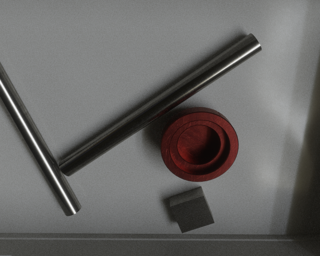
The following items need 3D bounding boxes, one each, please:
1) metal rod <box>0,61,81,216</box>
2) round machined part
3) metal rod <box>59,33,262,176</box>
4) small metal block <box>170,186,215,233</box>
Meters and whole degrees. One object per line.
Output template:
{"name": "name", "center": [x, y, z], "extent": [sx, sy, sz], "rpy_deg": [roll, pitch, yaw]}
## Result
{"name": "metal rod", "center": [-0.181, -0.010, 0.405], "extent": [0.025, 0.025, 0.299], "rpy_deg": [-20, 109, 7]}
{"name": "round machined part", "center": [0.050, 0.018, 0.410], "extent": [0.099, 0.042, 0.097], "rpy_deg": [0, 110, -1]}
{"name": "metal rod", "center": [-0.008, -0.024, 0.402], "extent": [0.300, 0.025, 0.025], "rpy_deg": [-33, 107, 11]}
{"name": "small metal block", "center": [0.047, 0.121, 0.457], "extent": [0.050, 0.025, 0.050], "rpy_deg": [-20, 109, 7]}
